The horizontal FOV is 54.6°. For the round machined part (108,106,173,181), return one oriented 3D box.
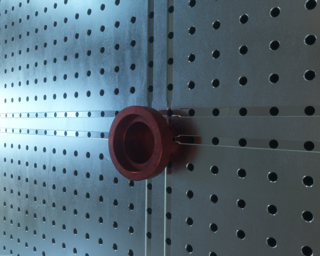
[{"bbox_3d":[-0.021,0.020,0.417,0.098,0.042,0.097,0,90,40],"label":"round machined part"}]
